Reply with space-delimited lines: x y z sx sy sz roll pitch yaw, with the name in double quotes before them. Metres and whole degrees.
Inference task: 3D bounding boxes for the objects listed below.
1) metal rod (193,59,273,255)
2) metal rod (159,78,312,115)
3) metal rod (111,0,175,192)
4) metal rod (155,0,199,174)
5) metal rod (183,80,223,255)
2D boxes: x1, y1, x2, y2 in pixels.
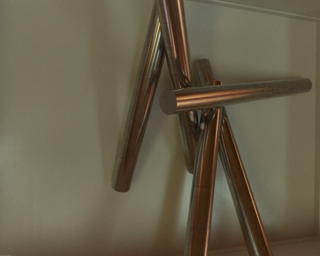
"metal rod" 0.090 0.046 0.380 0.025 0.025 0.299 -5 68 -20
"metal rod" 0.120 -0.047 0.398 0.302 0.025 0.025 -11 94 -41
"metal rod" -0.012 -0.059 0.340 0.025 0.025 0.298 8 113 -20
"metal rod" 0.023 -0.056 0.335 0.025 0.025 0.298 -29 133 -18
"metal rod" 0.045 0.083 0.335 0.025 0.025 0.299 18 66 -19
